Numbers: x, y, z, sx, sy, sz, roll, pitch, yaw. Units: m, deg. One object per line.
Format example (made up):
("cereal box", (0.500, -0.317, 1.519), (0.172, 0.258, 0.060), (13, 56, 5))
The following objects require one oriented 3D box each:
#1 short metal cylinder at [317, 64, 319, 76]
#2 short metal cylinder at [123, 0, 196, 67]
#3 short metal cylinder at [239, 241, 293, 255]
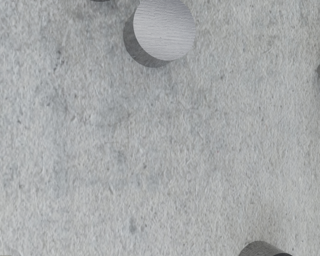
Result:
("short metal cylinder", (0.303, -0.092, 0.494), (0.080, 0.080, 0.050), (-47, 105, -14))
("short metal cylinder", (-0.002, -0.121, 0.396), (0.081, 0.050, 0.079), (0, 90, -21))
("short metal cylinder", (0.159, 0.215, 0.457), (0.081, 0.050, 0.079), (0, 90, -21))
